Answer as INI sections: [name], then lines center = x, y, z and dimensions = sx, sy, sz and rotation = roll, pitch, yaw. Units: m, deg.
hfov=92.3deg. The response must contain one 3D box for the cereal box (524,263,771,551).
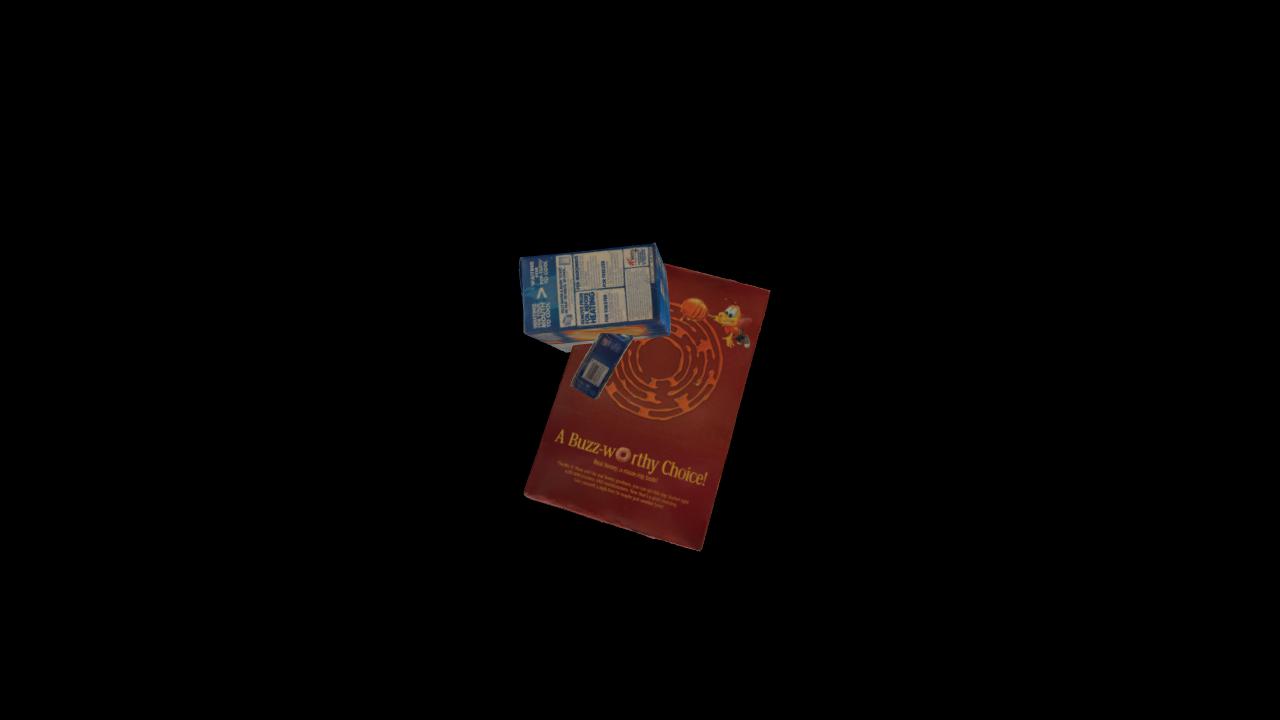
[cereal box]
center = 0.014, 0.040, 0.710
dimensions = 0.203, 0.306, 0.081
rotation = 15, -14, 7

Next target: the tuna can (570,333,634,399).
[tuna can]
center = -0.040, 0.000, 0.666
dimensions = 0.034, 0.084, 0.084
rotation = 31, 0, -1

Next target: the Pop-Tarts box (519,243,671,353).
[Pop-Tarts box]
center = -0.039, -0.062, 0.683
dimensions = 0.141, 0.083, 0.167
rotation = -5, -7, 8
